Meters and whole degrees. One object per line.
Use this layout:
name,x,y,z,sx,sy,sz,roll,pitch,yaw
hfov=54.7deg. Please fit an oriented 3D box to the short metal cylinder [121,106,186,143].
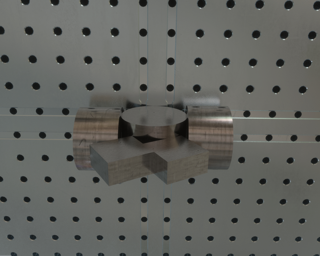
short metal cylinder,-0.007,0.008,0.386,0.081,0.080,0.050,1,110,-1

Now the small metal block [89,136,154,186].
small metal block,-0.040,0.032,0.325,0.050,0.050,0.025,-11,114,-30

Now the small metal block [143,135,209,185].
small metal block,0.016,0.032,0.330,0.050,0.050,0.025,-11,113,-29

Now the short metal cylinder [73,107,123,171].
short metal cylinder,-0.073,0.013,0.388,0.050,0.080,0.079,1,110,0

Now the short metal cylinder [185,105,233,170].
short metal cylinder,0.058,0.012,0.388,0.050,0.080,0.079,1,110,0
